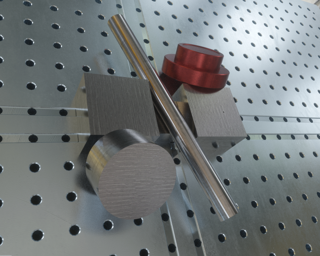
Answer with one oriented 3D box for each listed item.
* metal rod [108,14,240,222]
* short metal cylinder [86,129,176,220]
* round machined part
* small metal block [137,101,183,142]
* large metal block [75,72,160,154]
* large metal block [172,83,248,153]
[{"bbox_3d":[0.009,-0.024,0.394,0.025,0.025,0.299,-19,72,-35],"label":"metal rod"},{"bbox_3d":[-0.031,0.046,0.320,0.081,0.050,0.079,-8,108,-25],"label":"short metal cylinder"},{"bbox_3d":[0.055,-0.095,0.453,0.099,0.042,0.098,12,23,-5],"label":"round machined part"},{"bbox_3d":[0.000,-0.009,0.414,0.050,0.025,0.050,1,61,-28],"label":"small metal block"},{"bbox_3d":[-0.054,-0.015,0.373,0.081,0.050,0.080,2,61,-27],"label":"large metal block"},{"bbox_3d":[0.064,-0.013,0.435,0.081,0.050,0.080,1,61,-28],"label":"large metal block"}]
